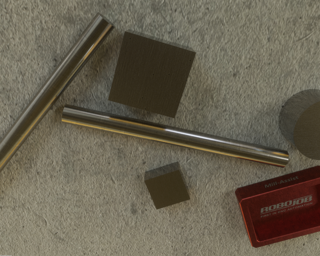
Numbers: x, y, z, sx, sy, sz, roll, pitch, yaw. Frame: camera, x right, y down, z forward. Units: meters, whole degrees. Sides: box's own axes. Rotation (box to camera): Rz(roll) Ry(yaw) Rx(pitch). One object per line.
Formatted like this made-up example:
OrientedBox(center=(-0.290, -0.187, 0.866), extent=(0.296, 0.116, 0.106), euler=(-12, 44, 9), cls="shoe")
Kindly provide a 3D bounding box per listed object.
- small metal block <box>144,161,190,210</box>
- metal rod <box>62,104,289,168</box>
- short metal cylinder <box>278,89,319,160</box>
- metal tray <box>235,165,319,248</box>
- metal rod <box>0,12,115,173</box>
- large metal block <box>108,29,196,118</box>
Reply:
OrientedBox(center=(0.010, 0.082, 0.440), extent=(0.050, 0.025, 0.050), euler=(-19, 109, 6), cls="small metal block")
OrientedBox(center=(0.024, 0.012, 0.414), extent=(0.302, 0.025, 0.025), euler=(12, 110, -5), cls="metal rod")
OrientedBox(center=(0.202, -0.005, 0.397), extent=(0.081, 0.050, 0.079), euler=(0, 110, -1), cls="short metal cylinder")
OrientedBox(center=(0.185, 0.116, 0.452), extent=(0.131, 0.030, 0.090), euler=(-17, 110, 5), cls="metal tray")
OrientedBox(center=(-0.161, -0.021, 0.399), extent=(0.025, 0.025, 0.299), euler=(39, 105, -14), cls="metal rod")
OrientedBox(center=(-0.010, -0.066, 0.372), extent=(0.080, 0.050, 0.079), euler=(15, 109, -6), cls="large metal block")
